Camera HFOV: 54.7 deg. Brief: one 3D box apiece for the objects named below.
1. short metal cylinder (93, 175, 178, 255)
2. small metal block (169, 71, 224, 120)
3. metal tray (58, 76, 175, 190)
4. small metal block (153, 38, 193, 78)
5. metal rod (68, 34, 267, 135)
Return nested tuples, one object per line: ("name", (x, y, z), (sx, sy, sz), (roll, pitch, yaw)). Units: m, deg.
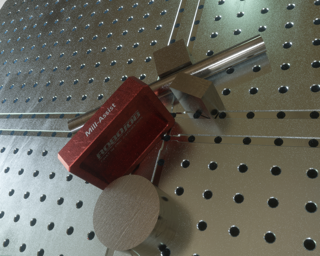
("short metal cylinder", (-0.026, 0.099, 0.346), (0.080, 0.050, 0.080), (-13, 56, 21))
("small metal block", (0.047, -0.041, 0.393), (0.050, 0.050, 0.025), (26, 76, 37))
("metal tray", (-0.048, 0.012, 0.384), (0.130, 0.090, 0.030), (-48, 51, -6))
("small metal block", (0.021, -0.097, 0.457), (0.050, 0.025, 0.050), (-22, 53, 14))
("metal rod", (0.000, -0.056, 0.442), (0.301, 0.025, 0.025), (-22, 54, 14))
